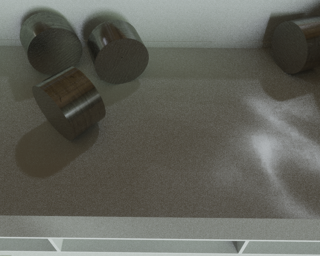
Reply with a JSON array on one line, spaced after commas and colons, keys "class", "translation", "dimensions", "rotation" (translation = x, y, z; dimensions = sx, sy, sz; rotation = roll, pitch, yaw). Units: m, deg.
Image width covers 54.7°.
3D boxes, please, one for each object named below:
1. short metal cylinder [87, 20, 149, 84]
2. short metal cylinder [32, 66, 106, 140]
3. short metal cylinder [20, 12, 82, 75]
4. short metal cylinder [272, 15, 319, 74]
[{"class": "short metal cylinder", "translation": [-0.063, -0.113, 0.464], "dimensions": [0.081, 0.080, 0.050], "rotation": [-16, 52, -13]}, {"class": "short metal cylinder", "translation": [-0.115, -0.031, 0.395], "dimensions": [0.080, 0.080, 0.050], "rotation": [35, 59, 26]}, {"class": "short metal cylinder", "translation": [-0.167, -0.129, 0.477], "dimensions": [0.081, 0.080, 0.050], "rotation": [-23, 54, -18]}, {"class": "short metal cylinder", "translation": [0.220, -0.129, 0.479], "dimensions": [0.050, 0.080, 0.080], "rotation": [-16, 52, -13]}]
